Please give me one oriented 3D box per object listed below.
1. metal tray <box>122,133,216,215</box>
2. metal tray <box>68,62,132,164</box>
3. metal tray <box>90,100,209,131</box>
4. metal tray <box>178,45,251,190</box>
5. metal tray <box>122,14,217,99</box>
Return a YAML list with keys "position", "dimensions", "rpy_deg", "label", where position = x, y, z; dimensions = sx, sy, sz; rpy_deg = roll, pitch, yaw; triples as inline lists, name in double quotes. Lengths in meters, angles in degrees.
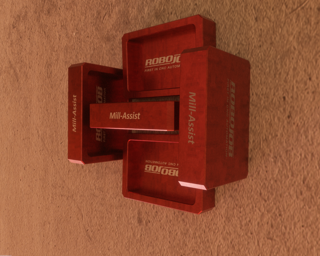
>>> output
- position: [0.007, 0.052, 0.399]
  dimensions: [0.130, 0.030, 0.089]
  rpy_deg: [1, 90, 40]
  label: "metal tray"
- position: [-0.081, -0.019, 0.431]
  dimensions: [0.030, 0.091, 0.129]
  rpy_deg: [2, 92, 40]
  label: "metal tray"
- position: [-0.010, -0.015, 0.374]
  dimensions: [0.130, 0.091, 0.030]
  rpy_deg: [2, 93, 40]
  label: "metal tray"
- position: [0.058, -0.009, 0.316]
  dimensions: [0.030, 0.091, 0.129]
  rpy_deg: [2, 91, 40]
  label: "metal tray"
- position: [0.008, -0.084, 0.397]
  dimensions: [0.130, 0.030, 0.089]
  rpy_deg: [1, 93, 40]
  label: "metal tray"
